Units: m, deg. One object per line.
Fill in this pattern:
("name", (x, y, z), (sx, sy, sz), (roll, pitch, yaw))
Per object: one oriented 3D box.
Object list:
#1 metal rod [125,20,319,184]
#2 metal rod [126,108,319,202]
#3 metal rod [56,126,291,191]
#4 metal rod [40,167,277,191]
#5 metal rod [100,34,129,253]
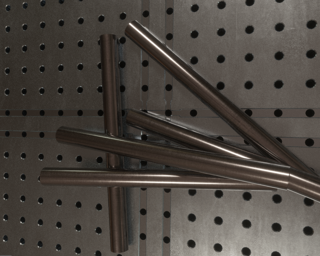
("metal rod", (0.066, -0.037, 0.388), (0.300, 0.025, 0.025), (43, 103, 14))
("metal rod", (0.088, 0.034, 0.363), (0.301, 0.025, 0.025), (21, 97, 25))
("metal rod", (-0.004, 0.030, 0.376), (0.301, 0.025, 0.025), (9, 93, 25))
("metal rod", (-0.011, 0.064, 0.395), (0.301, 0.025, 0.025), (-1, 90, 12))
("metal rod", (-0.064, 0.020, 0.434), (0.025, 0.025, 0.298), (-4, 89, 19))
